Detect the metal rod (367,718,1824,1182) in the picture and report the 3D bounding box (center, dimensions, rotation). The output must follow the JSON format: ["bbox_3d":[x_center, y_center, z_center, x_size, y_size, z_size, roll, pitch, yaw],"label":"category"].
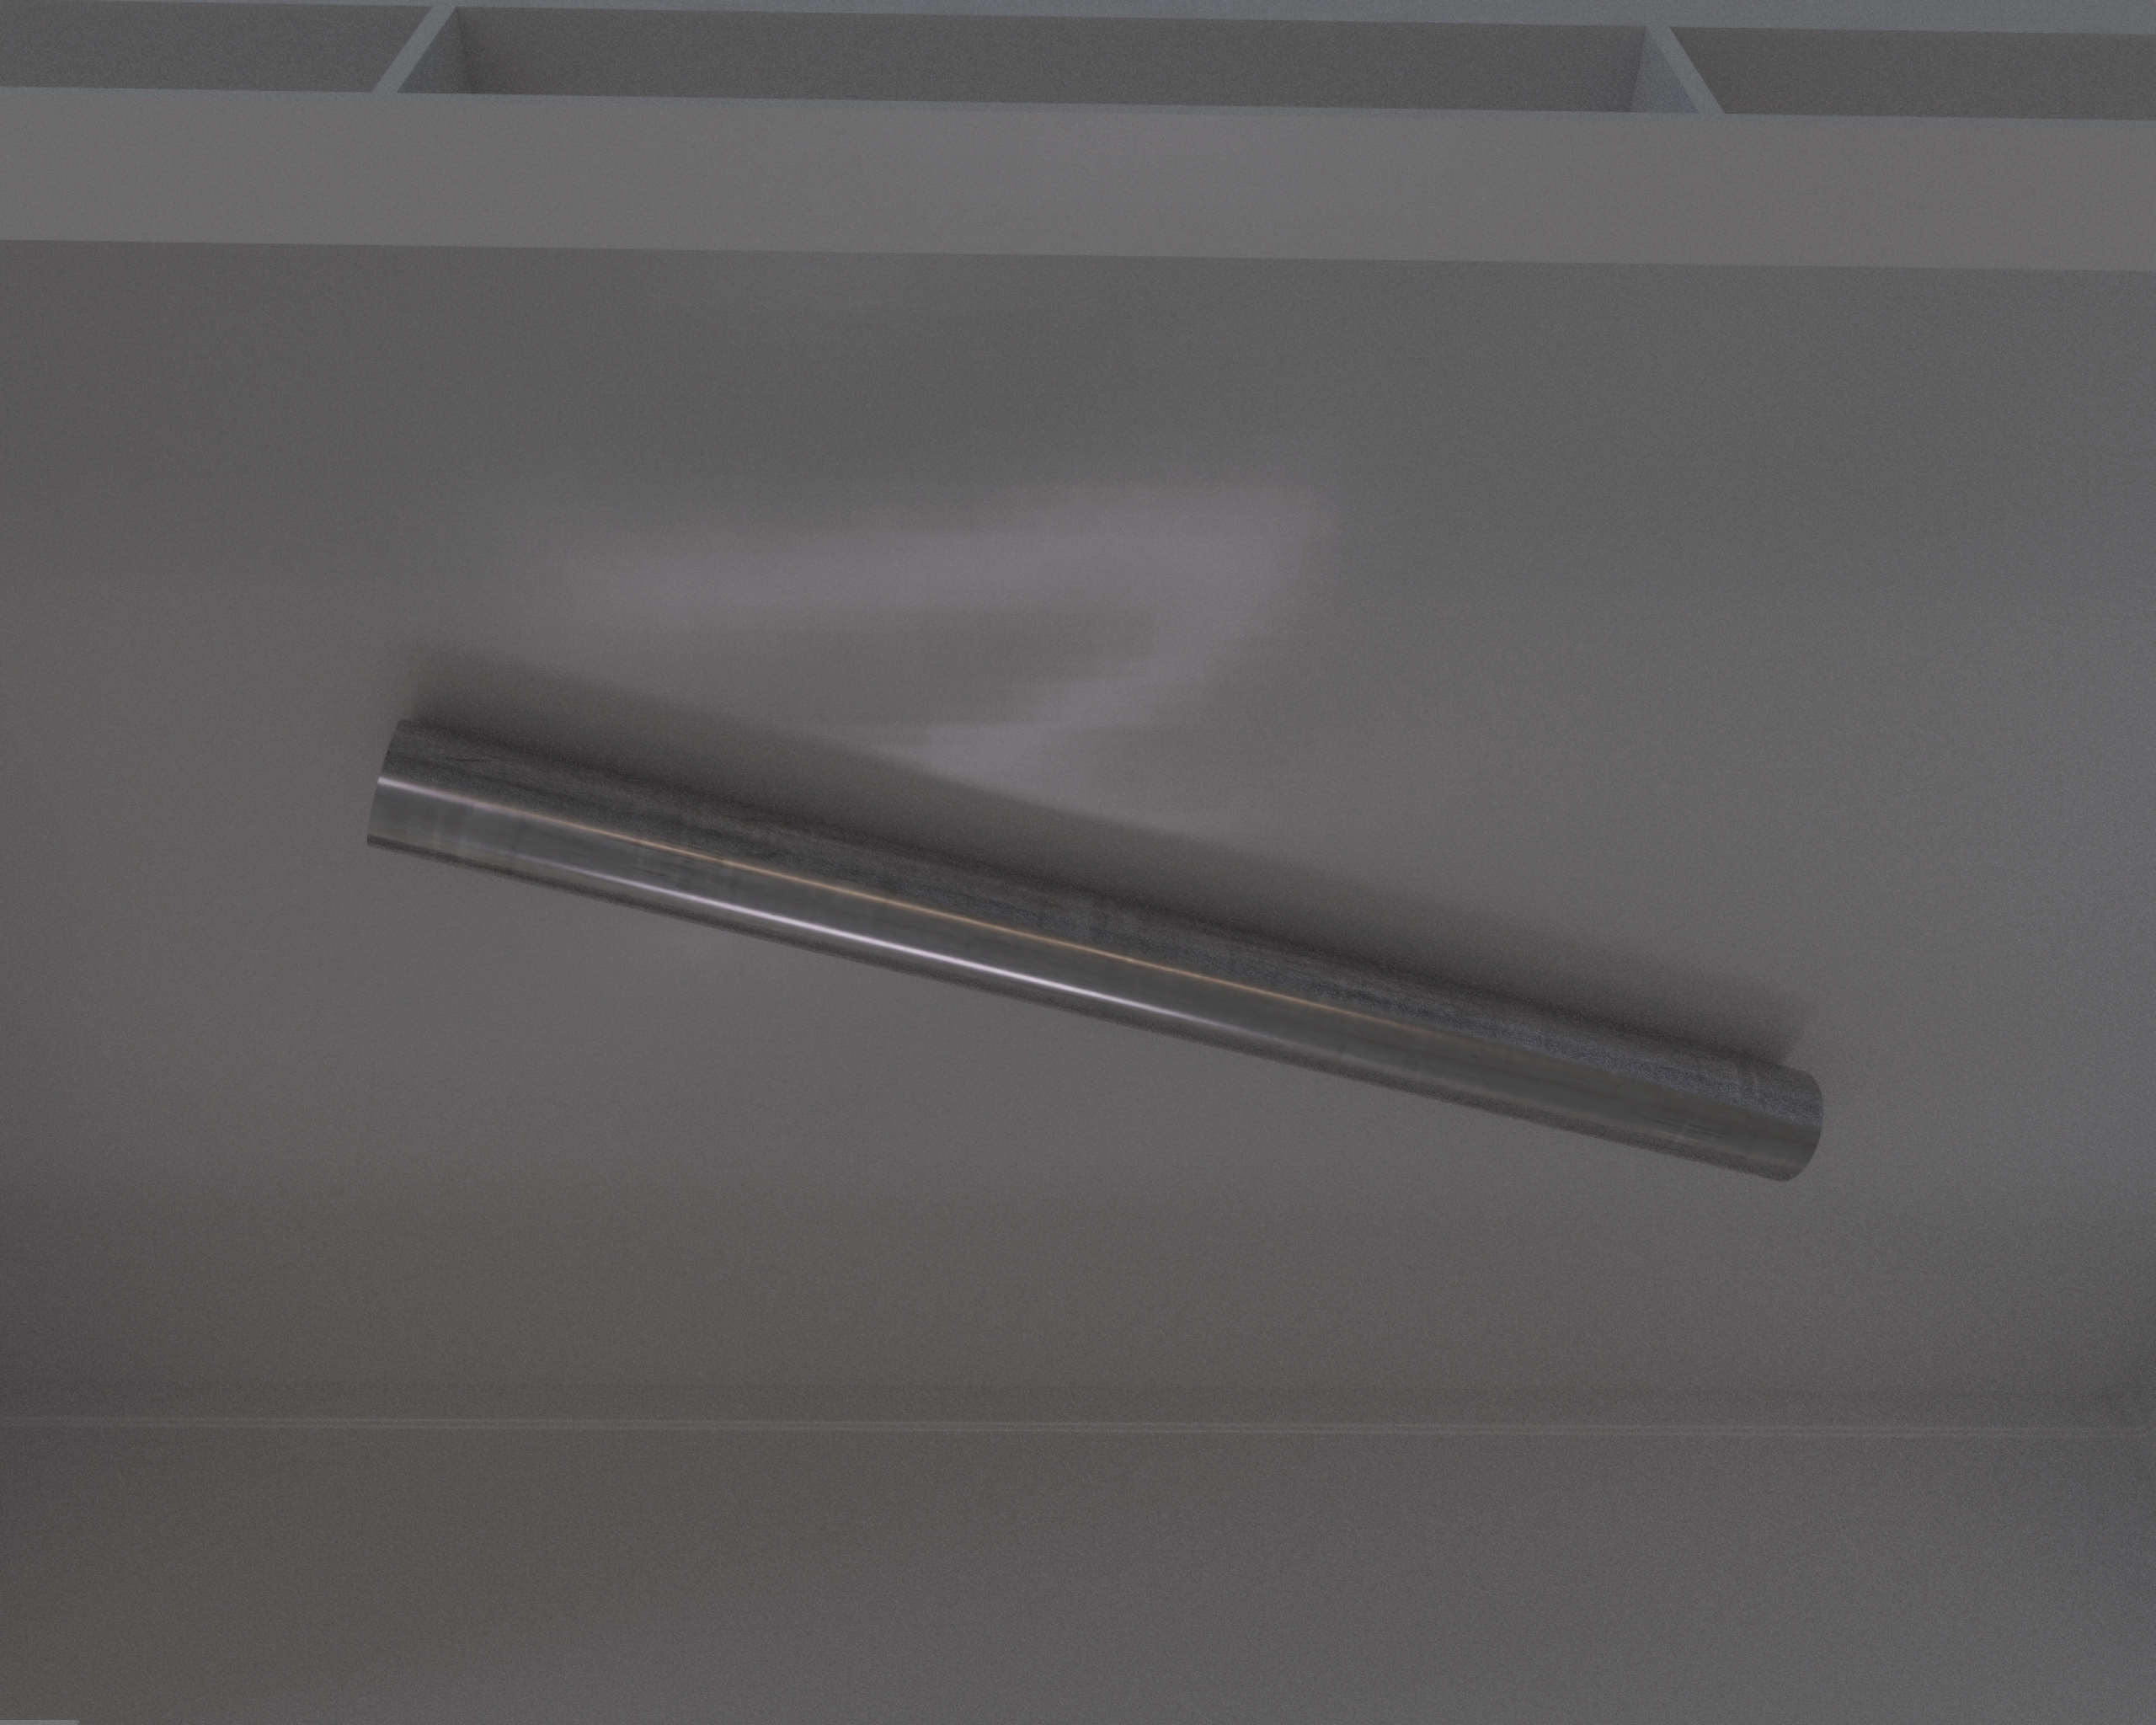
[{"bbox_3d":[0.013,0.021,0.425,0.302,0.025,0.025,14,129,-12],"label":"metal rod"}]
